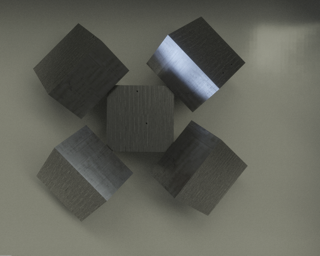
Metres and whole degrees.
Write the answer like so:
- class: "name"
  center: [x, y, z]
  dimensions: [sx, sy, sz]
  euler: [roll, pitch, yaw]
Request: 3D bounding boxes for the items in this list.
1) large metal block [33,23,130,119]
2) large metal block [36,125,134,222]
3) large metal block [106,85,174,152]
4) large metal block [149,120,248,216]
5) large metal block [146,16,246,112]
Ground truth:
- class: "large metal block"
  center: [-0.097, -0.070, 0.373]
  dimensions: [0.080, 0.080, 0.050]
  euler: [-46, 134, 0]
- class: "large metal block"
  center: [-0.093, 0.057, 0.376]
  dimensions: [0.080, 0.050, 0.080]
  euler: [46, 134, -1]
- class: "large metal block"
  center: [-0.023, -0.011, 0.396]
  dimensions: [0.081, 0.050, 0.080]
  euler: [1, 90, 0]
- class: "large metal block"
  center: [0.049, 0.050, 0.376]
  dimensions: [0.080, 0.050, 0.080]
  euler: [-52, 135, -1]
- class: "large metal block"
  center: [0.045, -0.079, 0.377]
  dimensions: [0.080, 0.050, 0.080]
  euler: [47, 47, 0]
